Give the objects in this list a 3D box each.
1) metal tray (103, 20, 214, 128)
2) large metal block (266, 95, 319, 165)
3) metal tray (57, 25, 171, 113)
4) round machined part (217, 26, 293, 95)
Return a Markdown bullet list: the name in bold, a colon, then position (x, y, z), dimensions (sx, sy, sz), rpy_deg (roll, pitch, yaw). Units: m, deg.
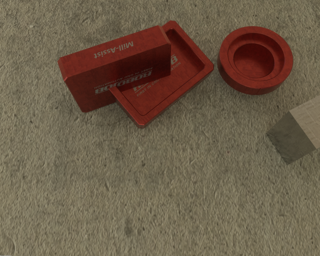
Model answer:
- **metal tray**: position (-0.004, -0.073, 0.419), dimensions (0.130, 0.030, 0.090), rpy_deg (-39, 86, -11)
- **large metal block**: position (0.191, -0.002, 0.382), dimensions (0.080, 0.080, 0.050), rpy_deg (-26, 72, -9)
- **metal tray**: position (-0.052, -0.072, 0.398), dimensions (0.131, 0.090, 0.030), rpy_deg (-21, 68, -8)
- **round machined part**: position (0.129, -0.089, 0.433), dimensions (0.099, 0.042, 0.098), rpy_deg (0, 70, -1)
